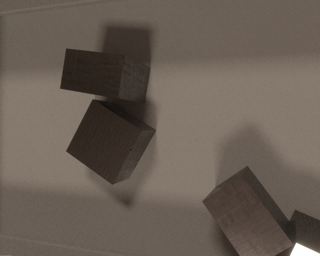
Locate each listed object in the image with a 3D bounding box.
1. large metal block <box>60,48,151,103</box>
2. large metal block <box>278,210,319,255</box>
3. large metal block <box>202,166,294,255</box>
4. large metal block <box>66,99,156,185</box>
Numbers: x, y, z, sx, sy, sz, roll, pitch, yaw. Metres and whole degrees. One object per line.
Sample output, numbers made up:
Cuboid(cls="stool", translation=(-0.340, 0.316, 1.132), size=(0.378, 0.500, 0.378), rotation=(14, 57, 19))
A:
Cuboid(cls="large metal block", translation=(-0.068, -0.066, 0.404), size=(0.080, 0.080, 0.050), rotation=(11, 94, 19))
Cuboid(cls="large metal block", translation=(0.170, 0.138, 0.318), size=(0.080, 0.080, 0.050), rotation=(22, 106, 18))
Cuboid(cls="large metal block", translation=(0.099, 0.094, 0.346), size=(0.050, 0.080, 0.080), rotation=(-38, 78, 16))
Cuboid(cls="large metal block", translation=(-0.065, 0.017, 0.419), size=(0.080, 0.050, 0.080), rotation=(32, 100, 17))
